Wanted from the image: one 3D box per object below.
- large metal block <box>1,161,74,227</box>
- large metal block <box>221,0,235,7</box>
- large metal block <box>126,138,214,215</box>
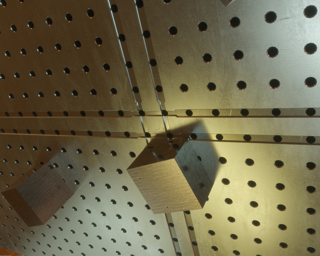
[{"bbox_3d":[-0.220,0.119,0.562,0.050,0.080,0.080,-20,108,35],"label":"large metal block"},{"bbox_3d":[0.063,-0.165,0.259,0.080,0.050,0.080,46,129,-5],"label":"large metal block"},{"bbox_3d":[0.015,0.068,0.428,0.080,0.050,0.080,-18,109,34],"label":"large metal block"}]
